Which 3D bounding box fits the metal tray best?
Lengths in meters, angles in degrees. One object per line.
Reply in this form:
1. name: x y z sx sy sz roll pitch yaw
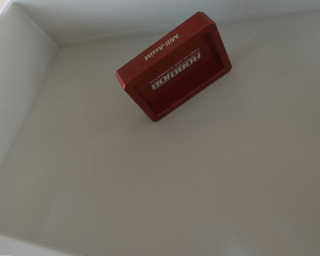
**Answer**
1. metal tray: 0.021 -0.074 0.398 0.130 0.090 0.030 -35 51 5
